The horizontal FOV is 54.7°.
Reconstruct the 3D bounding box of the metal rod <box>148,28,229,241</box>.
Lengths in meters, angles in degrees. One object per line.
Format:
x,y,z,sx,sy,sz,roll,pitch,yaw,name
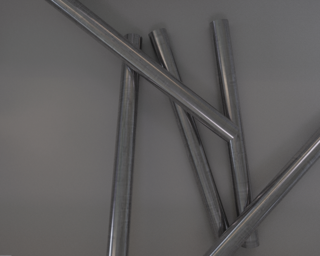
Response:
0.042,0.015,0.411,0.025,0.025,0.298,-18,90,0,metal rod

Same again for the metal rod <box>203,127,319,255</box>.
0.164,0.062,0.394,0.025,0.025,0.300,45,83,0,metal rod

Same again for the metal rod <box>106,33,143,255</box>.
-0.042,0.026,0.377,0.025,0.025,0.299,3,76,0,metal rod

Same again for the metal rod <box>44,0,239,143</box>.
-0.028,-0.083,0.378,0.301,0.025,0.025,38,90,-4,metal rod

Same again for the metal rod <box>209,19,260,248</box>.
0.099,0.007,0.411,0.025,0.025,0.298,-8,90,0,metal rod
